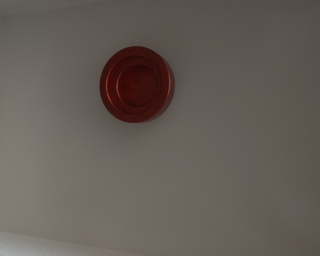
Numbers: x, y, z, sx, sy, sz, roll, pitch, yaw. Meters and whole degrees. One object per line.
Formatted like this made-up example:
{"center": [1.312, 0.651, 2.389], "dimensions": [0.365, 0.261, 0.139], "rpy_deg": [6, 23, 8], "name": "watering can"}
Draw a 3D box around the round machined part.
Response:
{"center": [-0.027, -0.055, 0.411], "dimensions": [0.098, 0.042, 0.097], "rpy_deg": [0, 90, 20], "name": "round machined part"}
